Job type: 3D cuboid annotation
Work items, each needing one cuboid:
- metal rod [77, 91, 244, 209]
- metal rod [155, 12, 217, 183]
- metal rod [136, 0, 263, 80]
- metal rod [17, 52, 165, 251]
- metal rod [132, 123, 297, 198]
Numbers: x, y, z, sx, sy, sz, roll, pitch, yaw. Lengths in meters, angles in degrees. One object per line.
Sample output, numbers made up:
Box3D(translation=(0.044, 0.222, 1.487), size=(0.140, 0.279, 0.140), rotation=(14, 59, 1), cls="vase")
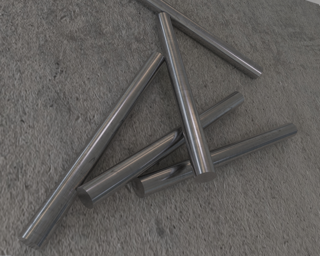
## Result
Box3D(translation=(0.025, 0.011, 0.401), size=(0.302, 0.025, 0.025), rotation=(-30, 79, -41), cls="metal rod")
Box3D(translation=(0.027, -0.064, 0.428), size=(0.025, 0.025, 0.299), rotation=(8, 49, -24), cls="metal rod")
Box3D(translation=(0.051, -0.176, 0.537), size=(0.301, 0.025, 0.025), rotation=(32, 52, -8), cls="metal rod")
Box3D(translation=(-0.060, 0.000, 0.370), size=(0.025, 0.025, 0.301), rotation=(34, 51, -6), cls="metal rod")
Box3D(translation=(0.097, 0.035, 0.433), size=(0.302, 0.025, 0.025), rotation=(-15, 70, -34), cls="metal rod")
